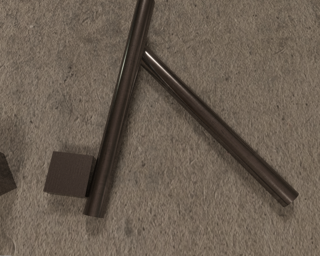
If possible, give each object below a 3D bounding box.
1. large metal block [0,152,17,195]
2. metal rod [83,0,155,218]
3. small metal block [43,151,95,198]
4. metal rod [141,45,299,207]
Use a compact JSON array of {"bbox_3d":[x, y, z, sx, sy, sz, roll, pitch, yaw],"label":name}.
[{"bbox_3d":[-0.228,0.059,0.355,0.080,0.080,0.050,-26,73,-10],"label":"large metal block"},{"bbox_3d":[-0.049,-0.037,0.403,0.025,0.025,0.299,11,77,3],"label":"metal rod"},{"bbox_3d":[-0.110,0.059,0.385,0.050,0.025,0.050,7,70,2],"label":"small metal block"},{"bbox_3d":[0.060,-0.017,0.414,0.025,0.025,0.300,-40,75,-13],"label":"metal rod"}]
